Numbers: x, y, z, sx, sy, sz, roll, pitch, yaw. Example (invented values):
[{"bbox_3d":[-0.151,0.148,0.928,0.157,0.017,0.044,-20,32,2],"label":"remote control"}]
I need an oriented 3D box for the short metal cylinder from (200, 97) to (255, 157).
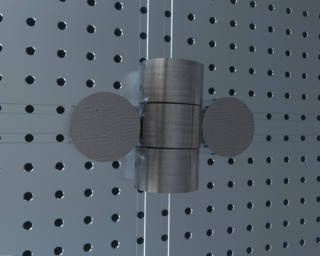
[{"bbox_3d":[0.082,-0.001,0.430,0.081,0.050,0.079,0,90,-21],"label":"short metal cylinder"}]

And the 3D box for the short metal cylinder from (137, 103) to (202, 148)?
[{"bbox_3d":[0.012,-0.002,0.388,0.081,0.080,0.050,2,90,-20],"label":"short metal cylinder"}]

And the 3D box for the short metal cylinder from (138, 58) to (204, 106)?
[{"bbox_3d":[0.014,-0.054,0.389,0.081,0.080,0.050,3,89,-20],"label":"short metal cylinder"}]

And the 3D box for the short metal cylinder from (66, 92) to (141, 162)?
[{"bbox_3d":[-0.069,-0.001,0.374,0.081,0.050,0.079,0,90,-21],"label":"short metal cylinder"}]

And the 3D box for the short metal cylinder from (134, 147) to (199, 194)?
[{"bbox_3d":[0.008,0.049,0.387,0.081,0.080,0.050,1,90,-20],"label":"short metal cylinder"}]
